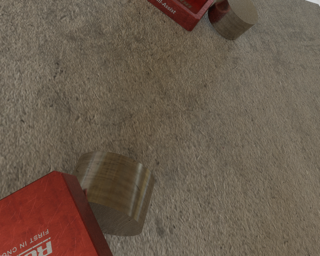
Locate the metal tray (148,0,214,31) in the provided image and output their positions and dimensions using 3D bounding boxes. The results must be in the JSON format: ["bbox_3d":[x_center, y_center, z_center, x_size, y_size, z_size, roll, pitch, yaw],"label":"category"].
[{"bbox_3d":[0.026,-0.243,0.562,0.130,0.030,0.090,36,51,-5],"label":"metal tray"}]

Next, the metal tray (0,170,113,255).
[{"bbox_3d":[-0.110,0.102,0.235,0.130,0.030,0.090,-29,75,-2],"label":"metal tray"}]

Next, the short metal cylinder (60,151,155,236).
[{"bbox_3d":[-0.050,0.066,0.302,0.080,0.080,0.050,25,53,-13],"label":"short metal cylinder"}]

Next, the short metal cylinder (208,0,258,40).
[{"bbox_3d":[0.138,-0.214,0.585,0.081,0.050,0.080,16,60,-29],"label":"short metal cylinder"}]
